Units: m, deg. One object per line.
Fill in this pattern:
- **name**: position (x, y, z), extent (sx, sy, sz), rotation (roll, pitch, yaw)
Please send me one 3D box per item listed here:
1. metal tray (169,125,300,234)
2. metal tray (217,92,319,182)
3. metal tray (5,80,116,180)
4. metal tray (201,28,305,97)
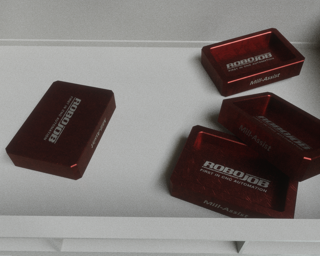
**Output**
- **metal tray**: position (0.086, 0.054, 0.356), extent (0.130, 0.030, 0.090), rotation (17, 52, 13)
- **metal tray**: position (0.144, 0.002, 0.368), extent (0.091, 0.030, 0.130), rotation (-12, 37, -29)
- **metal tray**: position (-0.122, -0.003, 0.403), extent (0.090, 0.030, 0.130), rotation (11, 51, 9)
- **metal tray**: position (0.141, -0.105, 0.482), extent (0.131, 0.030, 0.090), rotation (-17, 52, -7)
